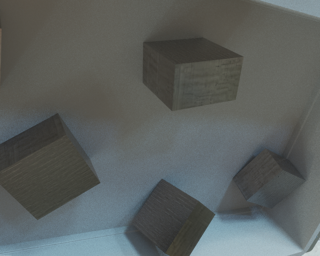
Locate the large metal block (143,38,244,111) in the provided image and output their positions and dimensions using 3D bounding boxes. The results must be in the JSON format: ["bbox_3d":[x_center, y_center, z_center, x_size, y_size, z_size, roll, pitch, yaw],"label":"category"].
[{"bbox_3d":[0.033,-0.065,0.351,0.081,0.080,0.050,-11,123,-23],"label":"large metal block"}]

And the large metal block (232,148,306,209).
[{"bbox_3d":[0.190,0.090,0.542,0.080,0.050,0.080,23,118,-37],"label":"large metal block"}]

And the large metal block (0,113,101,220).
[{"bbox_3d":[-0.127,0.043,0.350,0.080,0.050,0.080,-30,129,-9],"label":"large metal block"}]

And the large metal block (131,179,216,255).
[{"bbox_3d":[0.019,0.133,0.453,0.080,0.080,0.050,-55,130,-11],"label":"large metal block"}]
